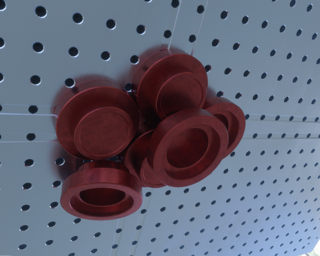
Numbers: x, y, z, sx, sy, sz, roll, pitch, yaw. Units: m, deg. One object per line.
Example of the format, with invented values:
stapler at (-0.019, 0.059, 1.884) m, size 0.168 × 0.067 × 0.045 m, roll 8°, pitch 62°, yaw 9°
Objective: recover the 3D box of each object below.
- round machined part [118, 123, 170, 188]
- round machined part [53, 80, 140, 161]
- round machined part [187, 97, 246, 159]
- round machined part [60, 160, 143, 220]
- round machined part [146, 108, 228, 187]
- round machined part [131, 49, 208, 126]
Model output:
round machined part at (-0.004, 0.043, 0.423) m, size 0.099 × 0.042 × 0.097 m, roll -14°, pitch 124°, yaw -21°
round machined part at (-0.069, -0.002, 0.360) m, size 0.099 × 0.042 × 0.097 m, roll -14°, pitch 124°, yaw -21°
round machined part at (0.067, 0.000, 0.436) m, size 0.099 × 0.042 × 0.097 m, roll -14°, pitch 124°, yaw -21°
round machined part at (-0.072, 0.076, 0.390) m, size 0.099 × 0.042 × 0.098 m, roll -4°, pitch 140°, yaw -3°
round machined part at (0.029, 0.020, 0.372) m, size 0.099 × 0.042 × 0.097 m, roll -14°, pitch 124°, yaw -21°
round machined part at (0.018, -0.043, 0.382) m, size 0.099 × 0.042 × 0.097 m, roll -14°, pitch 124°, yaw -21°
